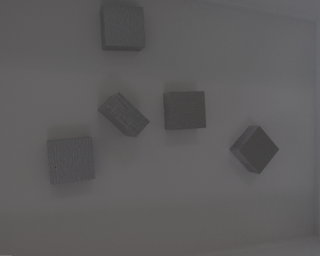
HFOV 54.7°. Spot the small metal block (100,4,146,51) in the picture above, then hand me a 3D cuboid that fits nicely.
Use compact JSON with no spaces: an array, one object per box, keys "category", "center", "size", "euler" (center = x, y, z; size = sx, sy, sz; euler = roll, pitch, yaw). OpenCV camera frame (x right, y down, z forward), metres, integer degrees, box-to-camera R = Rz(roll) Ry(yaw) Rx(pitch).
[{"category":"small metal block","center":[-0.048,-0.126,0.393],"size":[0.050,0.025,0.050],"euler":[-4,91,-20]}]

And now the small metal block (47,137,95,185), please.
[{"category":"small metal block","center":[-0.107,0.038,0.371],"size":[0.050,0.025,0.050],"euler":[-5,92,-20]}]

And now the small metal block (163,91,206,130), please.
[{"category":"small metal block","center":[0.034,-0.024,0.423],"size":[0.050,0.025,0.050],"euler":[-4,91,-20]}]

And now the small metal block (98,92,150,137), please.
[{"category":"small metal block","center":[-0.046,-0.015,0.380],"size":[0.050,0.050,0.025],"euler":[44,76,-15]}]

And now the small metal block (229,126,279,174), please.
[{"category":"small metal block","center":[0.141,0.032,0.462],"size":[0.050,0.025,0.050],"euler":[46,76,-14]}]
